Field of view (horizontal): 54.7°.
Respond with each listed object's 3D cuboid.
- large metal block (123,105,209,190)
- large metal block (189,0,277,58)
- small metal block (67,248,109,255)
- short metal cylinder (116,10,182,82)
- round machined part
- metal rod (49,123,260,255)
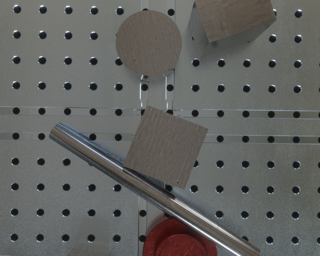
[{"bbox_3d":[0.007,0.023,0.401,0.080,0.050,0.080,22,90,0],"label":"large metal block"},{"bbox_3d":[0.085,-0.132,0.386,0.080,0.080,0.050,-19,90,0],"label":"large metal block"},{"bbox_3d":[-0.098,0.192,0.413,0.050,0.025,0.050,7,90,0],"label":"small metal block"},{"bbox_3d":[-0.013,-0.103,0.401,0.081,0.050,0.079,0,90,0],"label":"short metal cylinder"},{"bbox_3d":[0.026,0.166,0.405,0.099,0.042,0.097,0,90,0],"label":"round machined part"},{"bbox_3d":[-0.012,0.081,0.396,0.301,0.025,0.025,31,90,6],"label":"metal rod"}]
